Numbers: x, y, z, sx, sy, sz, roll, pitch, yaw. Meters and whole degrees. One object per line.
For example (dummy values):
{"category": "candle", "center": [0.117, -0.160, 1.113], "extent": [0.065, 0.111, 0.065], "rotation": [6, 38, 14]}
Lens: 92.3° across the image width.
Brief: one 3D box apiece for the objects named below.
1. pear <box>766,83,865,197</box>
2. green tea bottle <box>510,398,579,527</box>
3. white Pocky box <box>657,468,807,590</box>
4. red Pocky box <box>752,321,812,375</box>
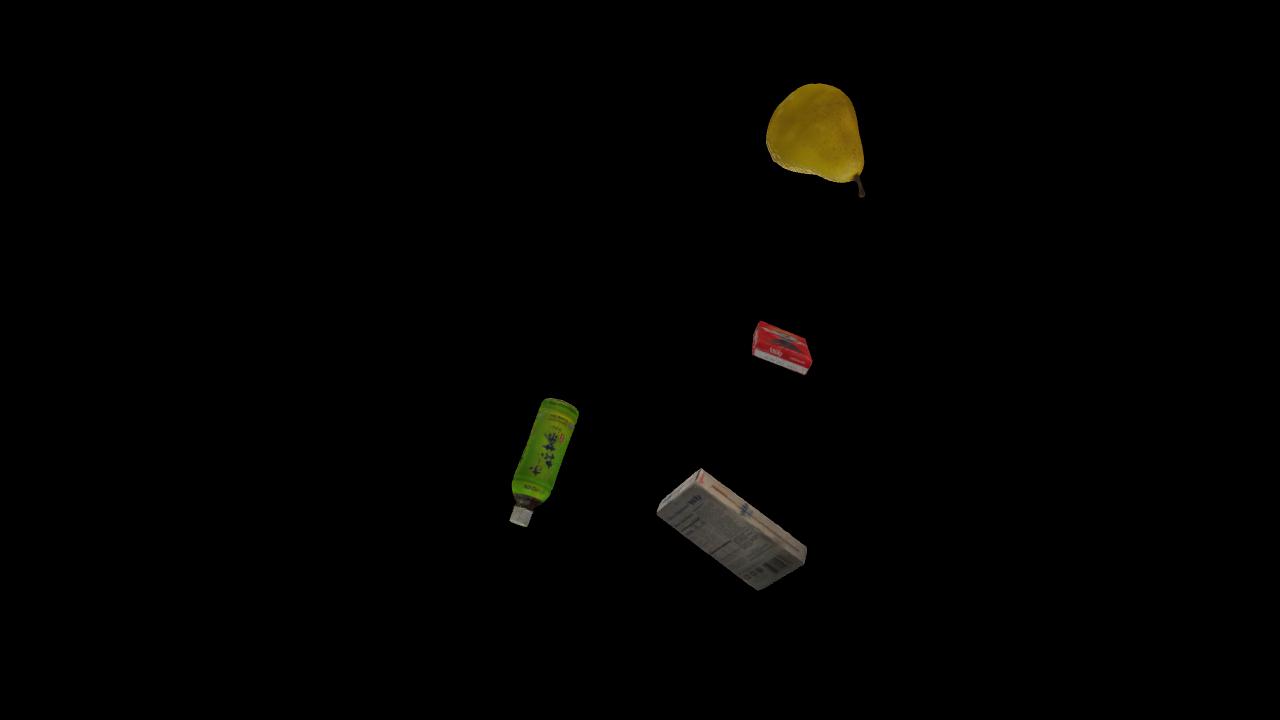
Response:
{"category": "pear", "center": [0.168, -0.191, 0.544], "extent": [0.111, 0.080, 0.080], "rotation": [45, 20, 22]}
{"category": "green tea bottle", "center": [-0.164, 0.171, 1.025], "extent": [0.073, 0.212, 0.073], "rotation": [13, -24, 6]}
{"category": "white Pocky box", "center": [0.102, 0.194, 0.695], "extent": [0.084, 0.154, 0.028], "rotation": [-49, 5, 39]}
{"category": "red Pocky box", "center": [0.213, -0.021, 0.934], "extent": [0.083, 0.028, 0.155], "rotation": [21, 17, 5]}
